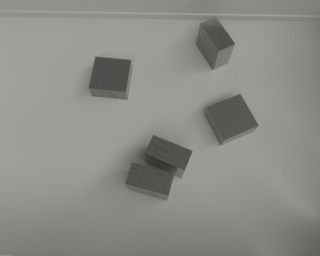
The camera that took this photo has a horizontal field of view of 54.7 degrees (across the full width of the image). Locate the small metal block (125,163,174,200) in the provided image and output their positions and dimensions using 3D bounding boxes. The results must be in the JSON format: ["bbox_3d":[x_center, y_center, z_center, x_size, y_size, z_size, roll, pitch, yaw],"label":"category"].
[{"bbox_3d":[-0.011,0.066,0.372,0.050,0.050,0.025,15,71,5],"label":"small metal block"}]

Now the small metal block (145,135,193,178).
[{"bbox_3d":[0.010,0.037,0.383,0.050,0.050,0.025,22,72,7],"label":"small metal block"}]

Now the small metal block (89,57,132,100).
[{"bbox_3d":[-0.068,-0.070,0.434,0.050,0.025,0.050,6,70,2],"label":"small metal block"}]

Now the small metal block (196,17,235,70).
[{"bbox_3d":[0.077,-0.119,0.441,0.025,0.050,0.050,-26,72,-9],"label":"small metal block"}]

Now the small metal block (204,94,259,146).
[{"bbox_3d":[0.095,-0.011,0.415,0.050,0.025,0.050,-22,72,-8],"label":"small metal block"}]
